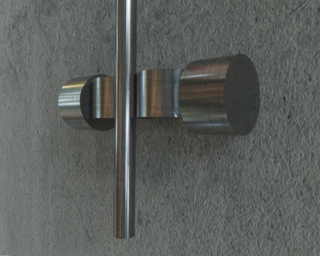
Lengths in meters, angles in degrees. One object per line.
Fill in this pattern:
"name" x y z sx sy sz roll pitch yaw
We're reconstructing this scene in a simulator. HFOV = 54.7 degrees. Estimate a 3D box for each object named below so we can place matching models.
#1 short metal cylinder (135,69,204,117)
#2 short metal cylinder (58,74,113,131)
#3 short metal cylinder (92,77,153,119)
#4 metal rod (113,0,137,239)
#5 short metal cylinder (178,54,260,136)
"short metal cylinder" 0.012 -0.037 0.360 0.080 0.081 0.050 1 91 40
"short metal cylinder" -0.099 -0.036 0.452 0.050 0.081 0.080 1 91 40
"short metal cylinder" -0.049 -0.037 0.411 0.080 0.081 0.050 1 91 40
"metal rod" -0.040 -0.024 0.359 0.025 0.025 0.298 1 91 40
"short metal cylinder" 0.063 -0.033 0.319 0.050 0.081 0.080 1 91 40
